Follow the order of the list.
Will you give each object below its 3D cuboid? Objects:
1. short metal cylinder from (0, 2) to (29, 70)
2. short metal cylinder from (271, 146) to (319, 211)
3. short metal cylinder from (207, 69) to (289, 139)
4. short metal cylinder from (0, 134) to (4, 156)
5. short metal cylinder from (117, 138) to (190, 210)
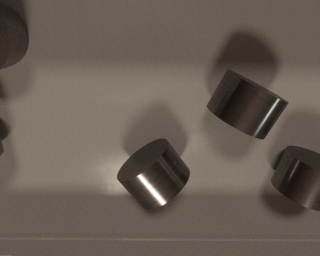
[{"bbox_3d":[-0.202,-0.105,0.356,0.081,0.050,0.079,0,110,-1],"label":"short metal cylinder"},{"bbox_3d":[0.196,0.064,0.409,0.080,0.080,0.050,16,109,-6],"label":"short metal cylinder"},{"bbox_3d":[0.104,-0.029,0.373,0.080,0.080,0.050,25,108,-9],"label":"short metal cylinder"},{"bbox_3d":[-0.243,0.014,0.384,0.081,0.080,0.050,-3,110,1],"label":"short metal cylinder"},{"bbox_3d":[-0.008,0.059,0.404,0.080,0.080,0.050,-34,107,11],"label":"short metal cylinder"}]
